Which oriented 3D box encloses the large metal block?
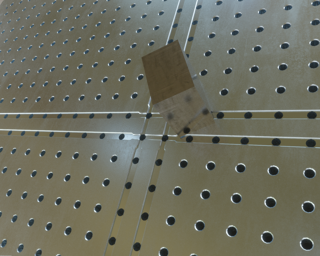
[{"bbox_3d":[0.023,-0.048,0.389,0.050,0.080,0.080,-24,53,14],"label":"large metal block"}]
